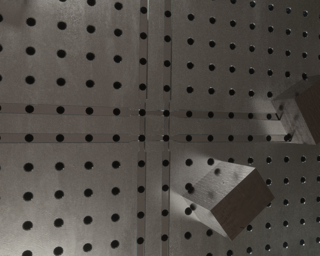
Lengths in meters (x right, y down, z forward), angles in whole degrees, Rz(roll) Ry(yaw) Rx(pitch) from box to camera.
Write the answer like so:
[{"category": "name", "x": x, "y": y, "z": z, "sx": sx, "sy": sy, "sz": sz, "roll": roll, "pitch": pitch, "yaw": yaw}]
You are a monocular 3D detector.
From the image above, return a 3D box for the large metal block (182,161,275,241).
[{"category": "large metal block", "x": 0.089, "y": 0.093, "z": 0.418, "sx": 0.080, "sy": 0.080, "sz": 0.050, "roll": -38, "pitch": 103, "yaw": -16}]

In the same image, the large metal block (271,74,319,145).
[{"category": "large metal block", "x": 0.237, "y": -0.030, "z": 0.489, "sx": 0.080, "sy": 0.050, "sz": 0.080, "roll": -33, "pitch": 101, "yaw": -17}]
